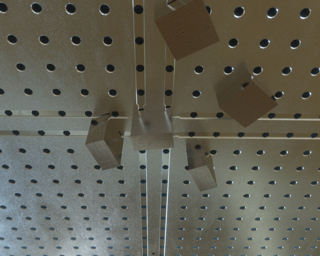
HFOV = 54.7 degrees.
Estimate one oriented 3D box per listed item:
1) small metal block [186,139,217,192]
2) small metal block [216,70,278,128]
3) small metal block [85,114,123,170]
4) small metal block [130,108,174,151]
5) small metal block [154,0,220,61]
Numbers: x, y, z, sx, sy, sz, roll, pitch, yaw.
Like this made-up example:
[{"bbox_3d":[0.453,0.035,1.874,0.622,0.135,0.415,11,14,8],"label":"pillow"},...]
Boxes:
[{"bbox_3d":[0.059,0.053,0.442,0.025,0.050,0.050,-18,128,14],"label":"small metal block"},{"bbox_3d":[0.107,-0.034,0.384,0.050,0.025,0.050,34,122,-26],"label":"small metal block"},{"bbox_3d":[-0.072,0.019,0.411,0.025,0.050,0.050,-15,129,12],"label":"small metal block"},{"bbox_3d":[-0.009,0.001,0.396,0.050,0.050,0.025,-5,130,4],"label":"small metal block"},{"bbox_3d":[0.028,-0.106,0.322,0.050,0.025,0.050,-22,127,17],"label":"small metal block"}]
